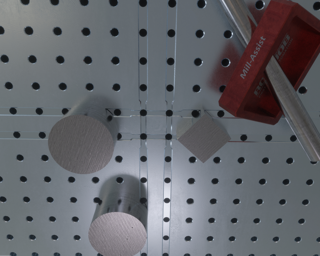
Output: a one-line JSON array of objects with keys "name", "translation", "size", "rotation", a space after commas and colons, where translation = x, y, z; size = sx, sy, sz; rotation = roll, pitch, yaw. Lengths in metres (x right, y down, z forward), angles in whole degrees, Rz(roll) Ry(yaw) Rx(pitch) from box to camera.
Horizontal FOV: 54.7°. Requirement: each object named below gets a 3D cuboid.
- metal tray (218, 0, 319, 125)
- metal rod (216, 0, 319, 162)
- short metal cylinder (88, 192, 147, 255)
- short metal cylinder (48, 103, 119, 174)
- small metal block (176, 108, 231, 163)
[{"name": "metal tray", "translation": [0.134, -0.070, 0.362], "size": [0.091, 0.030, 0.129], "rotation": [9, 114, -40]}, {"name": "metal rod", "translation": [0.116, -0.089, 0.359], "size": [0.025, 0.025, 0.299], "rotation": [-32, 99, 11]}, {"name": "short metal cylinder", "translation": [-0.059, 0.141, 0.452], "size": [0.081, 0.050, 0.079], "rotation": [0, 110, 0]}, {"name": "short metal cylinder", "translation": [-0.097, 0.013, 0.404], "size": [0.081, 0.050, 0.079], "rotation": [0, 110, 0]}, {"name": "small metal block", "translation": [0.058, 0.011, 0.418], "size": [0.050, 0.025, 0.050], "rotation": [42, 105, -14]}]
